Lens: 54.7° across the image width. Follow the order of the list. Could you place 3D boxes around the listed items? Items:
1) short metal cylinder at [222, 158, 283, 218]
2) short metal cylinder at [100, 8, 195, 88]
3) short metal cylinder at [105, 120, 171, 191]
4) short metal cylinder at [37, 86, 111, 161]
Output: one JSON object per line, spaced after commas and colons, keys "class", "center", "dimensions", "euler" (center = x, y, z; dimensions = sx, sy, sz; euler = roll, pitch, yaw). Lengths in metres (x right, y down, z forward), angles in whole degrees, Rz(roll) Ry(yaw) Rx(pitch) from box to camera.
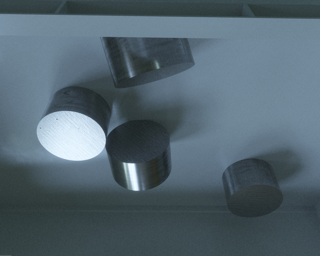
{"class": "short metal cylinder", "center": [0.139, 0.092, 0.472], "dimensions": [0.081, 0.050, 0.079], "euler": [0, 130, 0]}
{"class": "short metal cylinder", "center": [-0.012, -0.074, 0.300], "dimensions": [0.080, 0.080, 0.050], "euler": [-16, 92, 13]}
{"class": "short metal cylinder", "center": [-0.026, 0.034, 0.401], "dimensions": [0.080, 0.080, 0.050], "euler": [-3, 130, 2]}
{"class": "short metal cylinder", "center": [-0.105, -0.005, 0.387], "dimensions": [0.081, 0.050, 0.079], "euler": [0, 130, 0]}
